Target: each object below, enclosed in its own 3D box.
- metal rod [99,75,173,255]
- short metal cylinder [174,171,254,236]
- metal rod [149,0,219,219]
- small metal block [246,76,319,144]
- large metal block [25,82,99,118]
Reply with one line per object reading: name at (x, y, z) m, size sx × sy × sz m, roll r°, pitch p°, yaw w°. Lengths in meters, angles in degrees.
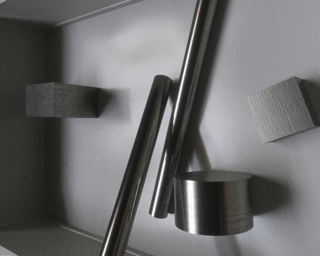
metal rod at (-0.033, 0.071, 0.347) m, size 0.025 × 0.025 × 0.299 m, roll -4°, pitch 60°, yaw 39°
short metal cylinder at (0.055, 0.075, 0.324) m, size 0.080 × 0.081 × 0.050 m, roll -2°, pitch 89°, yaw 39°
metal rod at (0.029, -0.030, 0.380) m, size 0.025 × 0.025 × 0.298 m, roll 20°, pitch 103°, yaw 38°
small metal block at (0.121, -0.016, 0.306) m, size 0.050 × 0.025 × 0.050 m, roll -25°, pitch 74°, yaw 37°
large metal block at (-0.157, -0.042, 0.498) m, size 0.080 × 0.081 × 0.050 m, roll 2°, pitch 92°, yaw 39°
